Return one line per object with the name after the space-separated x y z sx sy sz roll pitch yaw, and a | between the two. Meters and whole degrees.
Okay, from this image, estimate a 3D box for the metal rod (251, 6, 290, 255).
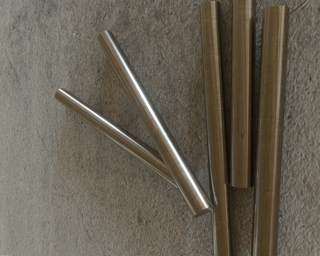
0.110 0.031 0.313 0.025 0.025 0.298 4 92 40 | metal rod

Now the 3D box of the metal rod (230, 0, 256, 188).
0.089 -0.088 0.331 0.025 0.025 0.298 1 91 40 | metal rod

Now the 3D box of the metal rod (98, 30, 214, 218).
-0.018 -0.024 0.404 0.025 0.025 0.299 -47 57 30 | metal rod

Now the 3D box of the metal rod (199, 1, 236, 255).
0.065 0.008 0.350 0.025 0.025 0.298 -5 87 40 | metal rod

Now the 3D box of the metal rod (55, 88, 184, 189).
-0.070 0.005 0.462 0.300 0.025 0.025 31 110 35 | metal rod
